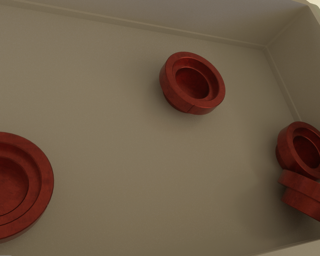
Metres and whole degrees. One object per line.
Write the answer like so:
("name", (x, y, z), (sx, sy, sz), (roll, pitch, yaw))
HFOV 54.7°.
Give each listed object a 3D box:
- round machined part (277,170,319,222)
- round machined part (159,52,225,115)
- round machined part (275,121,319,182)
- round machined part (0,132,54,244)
("round machined part", (0.206, 0.098, 0.422), (0.098, 0.098, 0.042), (28, 89, -10))
("round machined part", (0.043, -0.060, 0.454), (0.099, 0.042, 0.098), (14, 56, -21))
("round machined part", (0.224, 0.042, 0.489), (0.099, 0.042, 0.098), (14, 56, -21))
("round machined part", (-0.150, 0.056, 0.280), (0.099, 0.042, 0.098), (14, 56, -21))
